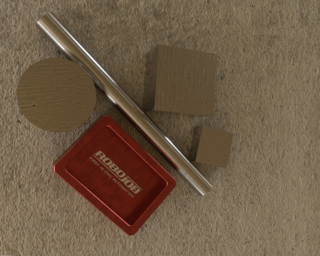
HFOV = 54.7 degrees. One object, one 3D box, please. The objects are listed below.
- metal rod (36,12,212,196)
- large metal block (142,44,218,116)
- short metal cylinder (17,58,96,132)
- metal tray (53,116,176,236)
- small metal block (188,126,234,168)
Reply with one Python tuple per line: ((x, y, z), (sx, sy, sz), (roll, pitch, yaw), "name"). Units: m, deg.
((-0.036, -0.020, 0.397), (0.025, 0.025, 0.300), (-47, 105, -14), "metal rod")
((0.025, -0.058, 0.407), (0.081, 0.050, 0.080), (5, 89, -20), "large metal block")
((-0.117, -0.035, 0.354), (0.081, 0.050, 0.079), (0, 90, -21), "short metal cylinder")
((-0.054, 0.059, 0.388), (0.130, 0.030, 0.090), (46, 76, -15), "metal tray")
((0.071, 0.027, 0.439), (0.050, 0.025, 0.050), (14, 85, -20), "small metal block")
